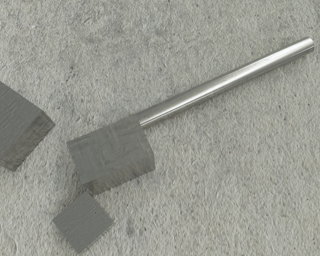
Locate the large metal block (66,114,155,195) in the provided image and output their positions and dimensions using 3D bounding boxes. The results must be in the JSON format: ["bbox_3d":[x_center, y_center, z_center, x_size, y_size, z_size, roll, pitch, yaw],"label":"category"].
[{"bbox_3d":[-0.053,0.035,0.366,0.080,0.080,0.050,-23,72,-8],"label":"large metal block"}]

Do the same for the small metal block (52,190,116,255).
[{"bbox_3d":[-0.089,0.111,0.367,0.050,0.025,0.050,-41,75,-14],"label":"small metal block"}]

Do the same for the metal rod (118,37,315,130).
[{"bbox_3d":[0.082,-0.059,0.430,0.302,0.025,0.025,-25,72,-9],"label":"metal rod"}]

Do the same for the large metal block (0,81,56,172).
[{"bbox_3d":[-0.198,-0.004,0.395,0.080,0.050,0.080,33,73,11],"label":"large metal block"}]
